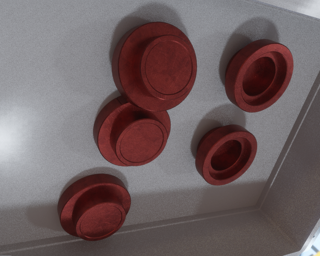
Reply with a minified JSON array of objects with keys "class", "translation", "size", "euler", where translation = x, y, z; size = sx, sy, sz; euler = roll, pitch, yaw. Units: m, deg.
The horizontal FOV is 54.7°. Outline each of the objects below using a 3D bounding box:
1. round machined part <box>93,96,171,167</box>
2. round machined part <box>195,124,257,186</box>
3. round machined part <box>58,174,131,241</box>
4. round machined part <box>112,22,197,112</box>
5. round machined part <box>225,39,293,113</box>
[{"class":"round machined part","translation":[-0.030,0.009,0.388],"size":[0.099,0.042,0.097],"euler":[-14,125,-21]},{"class":"round machined part","translation":[0.096,0.037,0.475],"size":[0.099,0.042,0.097],"euler":[-14,125,-21]},{"class":"round machined part","translation":[-0.086,0.115,0.423],"size":[0.099,0.042,0.097],"euler":[-14,125,-21]},{"class":"round machined part","translation":[0.001,-0.066,0.340],"size":[0.099,0.042,0.097],"euler":[-6,103,-27]},{"class":"round machined part","translation":[0.130,-0.074,0.425],"size":[0.099,0.042,0.097],"euler":[-14,125,-21]}]
